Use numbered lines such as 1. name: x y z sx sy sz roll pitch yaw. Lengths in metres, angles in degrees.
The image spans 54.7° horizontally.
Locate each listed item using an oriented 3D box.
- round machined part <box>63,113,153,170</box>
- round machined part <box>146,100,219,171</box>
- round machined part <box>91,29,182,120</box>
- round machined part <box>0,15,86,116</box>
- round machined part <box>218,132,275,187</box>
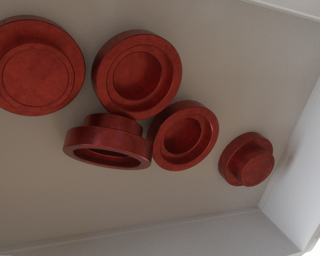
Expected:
1. round machined part: -0.056 0.015 0.353 0.099 0.098 0.042 24 64 -37
2. round machined part: 0.026 0.006 0.416 0.099 0.042 0.097 -14 124 -21
3. round machined part: -0.028 -0.061 0.345 0.099 0.042 0.097 -14 124 -21
4. round machined part: -0.121 -0.054 0.298 0.099 0.042 0.097 -14 124 -21
5. round machined part: 0.150 0.059 0.516 0.099 0.042 0.097 -14 124 -21
